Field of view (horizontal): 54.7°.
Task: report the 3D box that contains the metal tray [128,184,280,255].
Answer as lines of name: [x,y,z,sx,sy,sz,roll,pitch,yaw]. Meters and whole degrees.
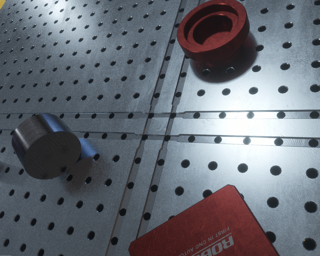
metal tray: [0.041,0.127,0.305,0.130,0.030,0.090,-33,51,6]

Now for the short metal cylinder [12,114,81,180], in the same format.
short metal cylinder: [-0.161,0.026,0.442,0.080,0.080,0.050,-47,51,-4]

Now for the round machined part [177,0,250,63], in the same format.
round machined part: [0.077,-0.132,0.438,0.098,0.042,0.098,-13,56,21]
